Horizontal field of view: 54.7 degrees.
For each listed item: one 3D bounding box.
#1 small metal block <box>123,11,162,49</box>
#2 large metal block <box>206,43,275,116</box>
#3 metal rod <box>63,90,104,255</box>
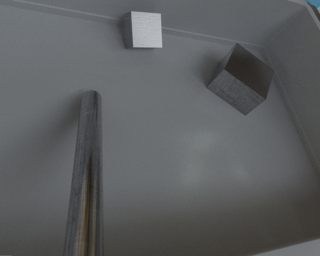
[{"bbox_3d":[-0.026,-0.146,0.467,0.050,0.025,0.050,-9,102,-32],"label":"small metal block"},{"bbox_3d":[0.135,-0.081,0.514,0.080,0.050,0.080,35,51,-6],"label":"large metal block"},{"bbox_3d":[-0.060,0.041,0.259,0.025,0.025,0.300,16,26,-20],"label":"metal rod"}]
